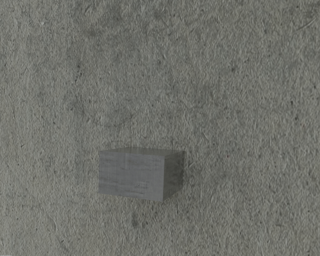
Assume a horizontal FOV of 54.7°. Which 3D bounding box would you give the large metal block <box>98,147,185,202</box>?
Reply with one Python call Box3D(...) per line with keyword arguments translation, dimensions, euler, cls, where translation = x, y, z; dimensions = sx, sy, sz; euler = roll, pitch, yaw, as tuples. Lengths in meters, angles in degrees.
Box3D(translation=(-0.020, 0.053, 0.387), dimensions=(0.080, 0.080, 0.050), euler=(3, 91, 20), cls="large metal block")
